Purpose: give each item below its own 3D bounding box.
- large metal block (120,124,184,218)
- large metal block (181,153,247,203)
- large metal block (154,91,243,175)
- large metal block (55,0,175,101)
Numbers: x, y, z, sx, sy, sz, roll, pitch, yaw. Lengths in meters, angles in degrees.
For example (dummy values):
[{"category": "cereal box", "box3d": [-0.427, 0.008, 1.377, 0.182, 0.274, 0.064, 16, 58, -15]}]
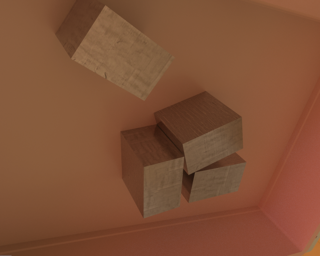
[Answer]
[{"category": "large metal block", "box3d": [-0.013, 0.053, 0.399, 0.050, 0.080, 0.079, -12, 124, -22]}, {"category": "large metal block", "box3d": [0.059, 0.052, 0.438, 0.081, 0.080, 0.050, -7, 122, -25]}, {"category": "large metal block", "box3d": [0.049, 0.003, 0.401, 0.081, 0.080, 0.050, -24, 127, -14]}, {"category": "large metal block", "box3d": [-0.045, -0.080, 0.299, 0.080, 0.080, 0.050, 28, 103, -38]}]
